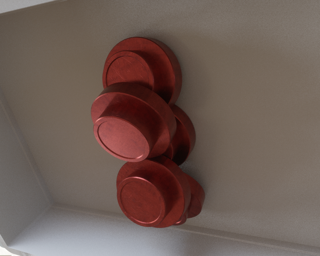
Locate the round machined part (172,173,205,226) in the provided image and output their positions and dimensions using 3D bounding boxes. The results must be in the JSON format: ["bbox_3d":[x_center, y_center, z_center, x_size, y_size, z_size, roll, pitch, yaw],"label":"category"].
[{"bbox_3d":[0.010,0.101,0.435,0.098,0.042,0.097,15,139,14],"label":"round machined part"}]

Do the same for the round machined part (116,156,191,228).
[{"bbox_3d":[-0.015,0.084,0.389,0.098,0.042,0.097,9,111,25],"label":"round machined part"}]

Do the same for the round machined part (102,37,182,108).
[{"bbox_3d":[-0.027,-0.056,0.362,0.098,0.042,0.097,7,106,26],"label":"round machined part"}]

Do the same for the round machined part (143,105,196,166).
[{"bbox_3d":[-0.006,0.014,0.408,0.098,0.042,0.097,13,123,21],"label":"round machined part"}]

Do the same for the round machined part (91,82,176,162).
[{"bbox_3d":[-0.035,0.001,0.348,0.098,0.042,0.097,15,137,15],"label":"round machined part"}]
